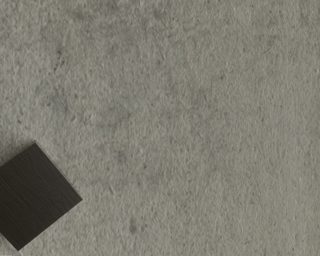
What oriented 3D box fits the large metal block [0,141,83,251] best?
[{"bbox_3d":[-0.146,0.070,0.342,0.080,0.050,0.080,-39,103,-16],"label":"large metal block"}]
